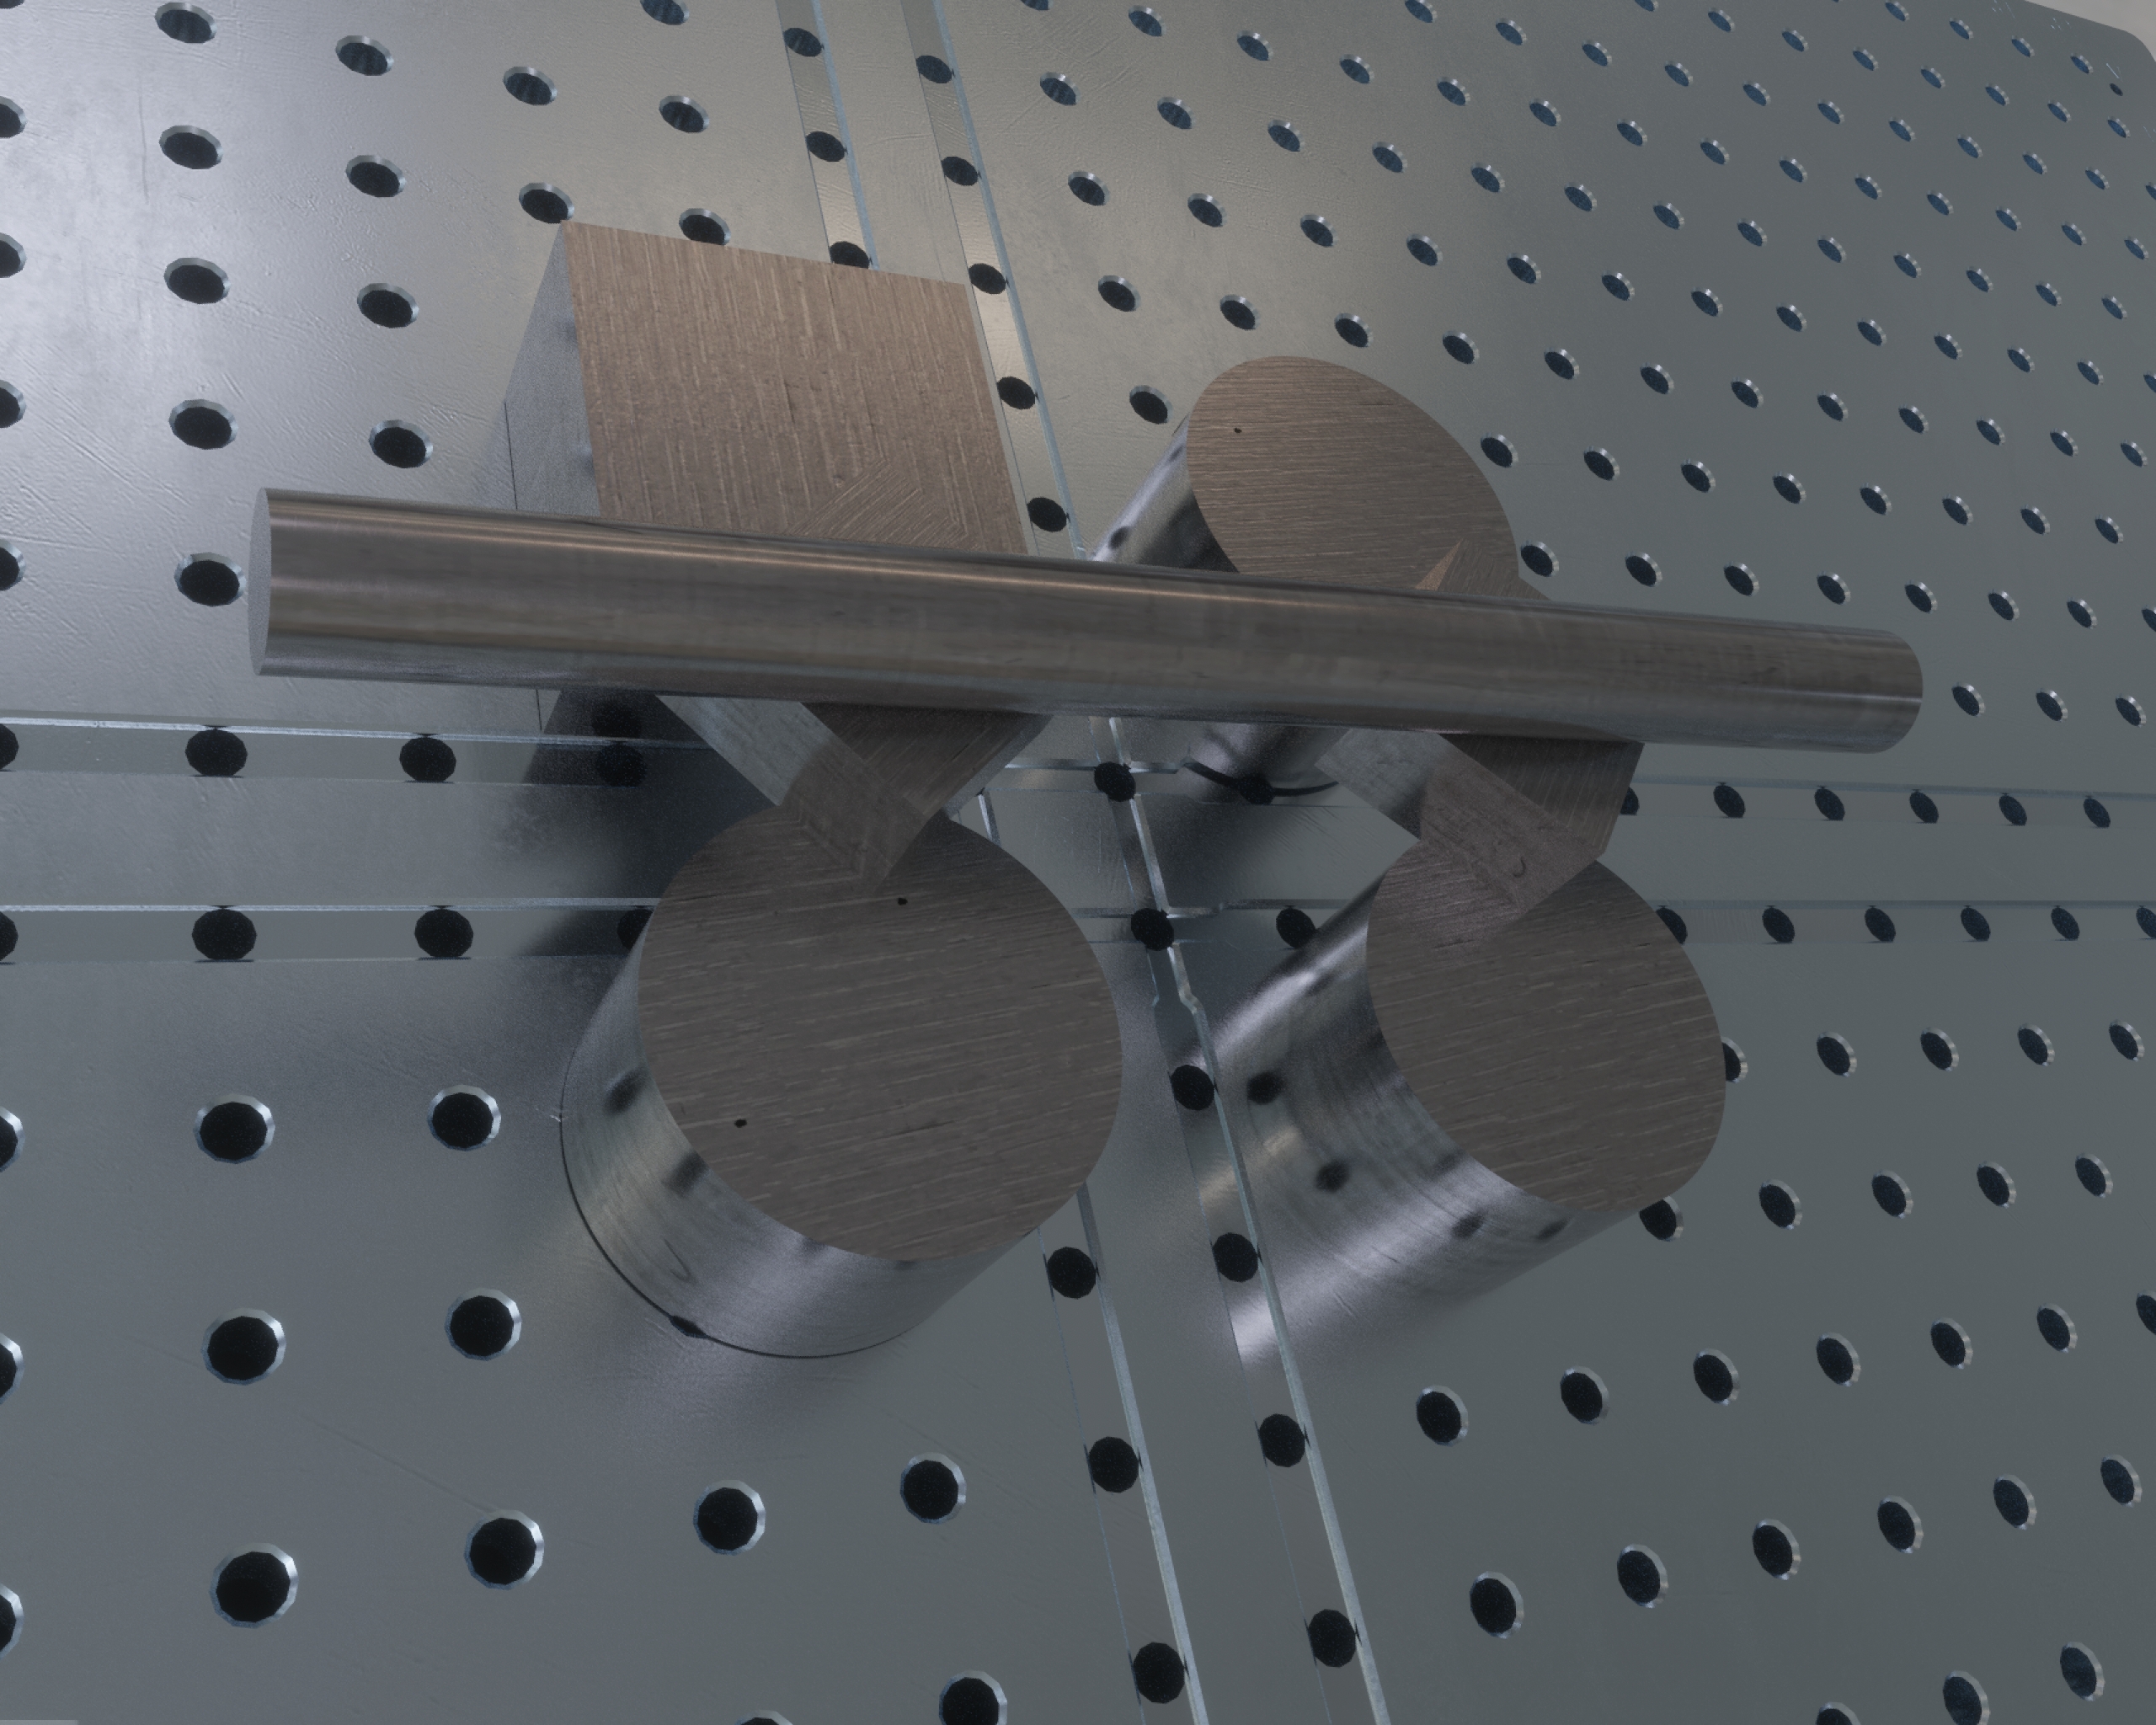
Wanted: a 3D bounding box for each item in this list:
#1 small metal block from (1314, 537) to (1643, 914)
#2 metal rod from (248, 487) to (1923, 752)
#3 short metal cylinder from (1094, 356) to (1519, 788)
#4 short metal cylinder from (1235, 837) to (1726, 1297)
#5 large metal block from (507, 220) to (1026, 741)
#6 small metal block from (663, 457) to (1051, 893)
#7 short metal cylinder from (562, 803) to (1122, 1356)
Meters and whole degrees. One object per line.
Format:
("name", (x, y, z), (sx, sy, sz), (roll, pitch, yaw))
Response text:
("small metal block", (0.081, -0.027, 0.404), (0.050, 0.025, 0.050), (35, 51, -5))
("metal rod", (0.025, -0.036, 0.347), (0.303, 0.025, 0.025), (1, 62, -28))
("short metal cylinder", (0.048, -0.063, 0.456), (0.081, 0.050, 0.080), (14, 56, -21))
("short metal cylinder", (0.078, 0.039, 0.410), (0.081, 0.050, 0.080), (14, 56, -21))
("large metal block", (-0.061, -0.070, 0.401), (0.081, 0.050, 0.080), (1, 61, -28))
("small metal block", (-0.033, -0.032, 0.346), (0.050, 0.025, 0.050), (42, 51, 1))
("short metal cylinder", (-0.040, 0.036, 0.347), (0.081, 0.050, 0.080), (14, 56, -21))
